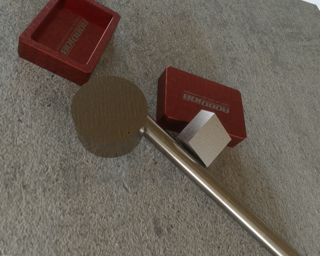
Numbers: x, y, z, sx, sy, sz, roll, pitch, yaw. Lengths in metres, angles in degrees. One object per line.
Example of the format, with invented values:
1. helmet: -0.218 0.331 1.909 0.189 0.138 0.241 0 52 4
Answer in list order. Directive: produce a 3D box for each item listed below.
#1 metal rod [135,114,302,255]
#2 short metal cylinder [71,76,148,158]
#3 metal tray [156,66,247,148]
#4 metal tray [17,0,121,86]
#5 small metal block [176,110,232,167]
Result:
1. metal rod: 0.080 0.087 0.395 0.300 0.025 0.025 43 51 1
2. short metal cylinder: -0.056 -0.012 0.351 0.081 0.050 0.080 3 66 -7
3. metal tray: 0.061 -0.030 0.454 0.131 0.030 0.090 15 55 -20
4. metal tray: -0.116 -0.127 0.416 0.090 0.030 0.130 26 53 -13
5. small metal block: 0.057 0.013 0.397 0.050 0.025 0.050 -47 122 -14
